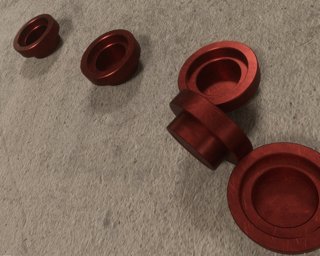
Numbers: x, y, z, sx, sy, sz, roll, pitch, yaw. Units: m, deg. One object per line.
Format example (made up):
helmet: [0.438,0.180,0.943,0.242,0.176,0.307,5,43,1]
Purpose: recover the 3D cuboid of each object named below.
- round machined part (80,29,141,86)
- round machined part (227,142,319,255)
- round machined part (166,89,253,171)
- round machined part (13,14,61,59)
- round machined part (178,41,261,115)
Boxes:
round machined part: [-0.074,-0.107,0.495,0.098,0.042,0.098,-13,56,20]
round machined part: [0.116,0.066,0.289,0.098,0.042,0.098,-10,60,19]
round machined part: [0.045,0.008,0.328,0.042,0.098,0.098,-47,52,-5]
round machined part: [-0.243,-0.180,0.628,0.098,0.042,0.098,-13,56,20]
round machined part: [0.076,-0.058,0.388,0.098,0.042,0.098,-13,56,20]
